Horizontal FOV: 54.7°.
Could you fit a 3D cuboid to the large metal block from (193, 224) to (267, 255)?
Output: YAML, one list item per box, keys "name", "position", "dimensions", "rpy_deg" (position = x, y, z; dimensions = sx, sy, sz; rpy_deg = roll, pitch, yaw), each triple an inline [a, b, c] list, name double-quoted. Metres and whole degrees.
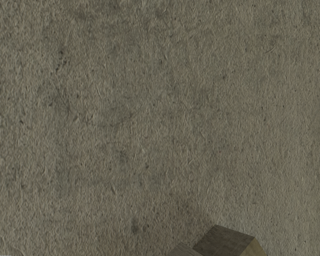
- name: "large metal block"
  position: [0.103, 0.184, 0.414]
  dimensions: [0.050, 0.080, 0.080]
  rpy_deg: [-39, 103, -24]

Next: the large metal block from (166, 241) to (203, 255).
- name: "large metal block"
  position: [0.032, 0.198, 0.371]
  dimensions: [0.081, 0.080, 0.050]
  rpy_deg: [-26, 128, -43]
